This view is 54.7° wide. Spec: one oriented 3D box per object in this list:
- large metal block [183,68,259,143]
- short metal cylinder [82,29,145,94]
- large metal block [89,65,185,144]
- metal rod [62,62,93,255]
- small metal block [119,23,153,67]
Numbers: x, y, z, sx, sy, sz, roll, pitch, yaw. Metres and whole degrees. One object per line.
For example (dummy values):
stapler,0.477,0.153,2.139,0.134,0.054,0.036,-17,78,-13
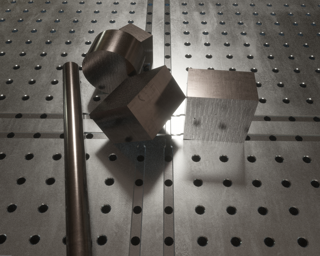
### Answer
large metal block,0.073,-0.027,0.395,0.080,0.080,0.050,4,50,3
short metal cylinder,-0.066,-0.095,0.451,0.080,0.080,0.050,8,51,6
large metal block,-0.028,-0.028,0.389,0.080,0.050,0.080,-8,36,47
metal rod,-0.108,0.019,0.390,0.025,0.025,0.300,-9,51,-8
small metal block,-0.038,-0.135,0.504,0.050,0.050,0.025,36,59,26
